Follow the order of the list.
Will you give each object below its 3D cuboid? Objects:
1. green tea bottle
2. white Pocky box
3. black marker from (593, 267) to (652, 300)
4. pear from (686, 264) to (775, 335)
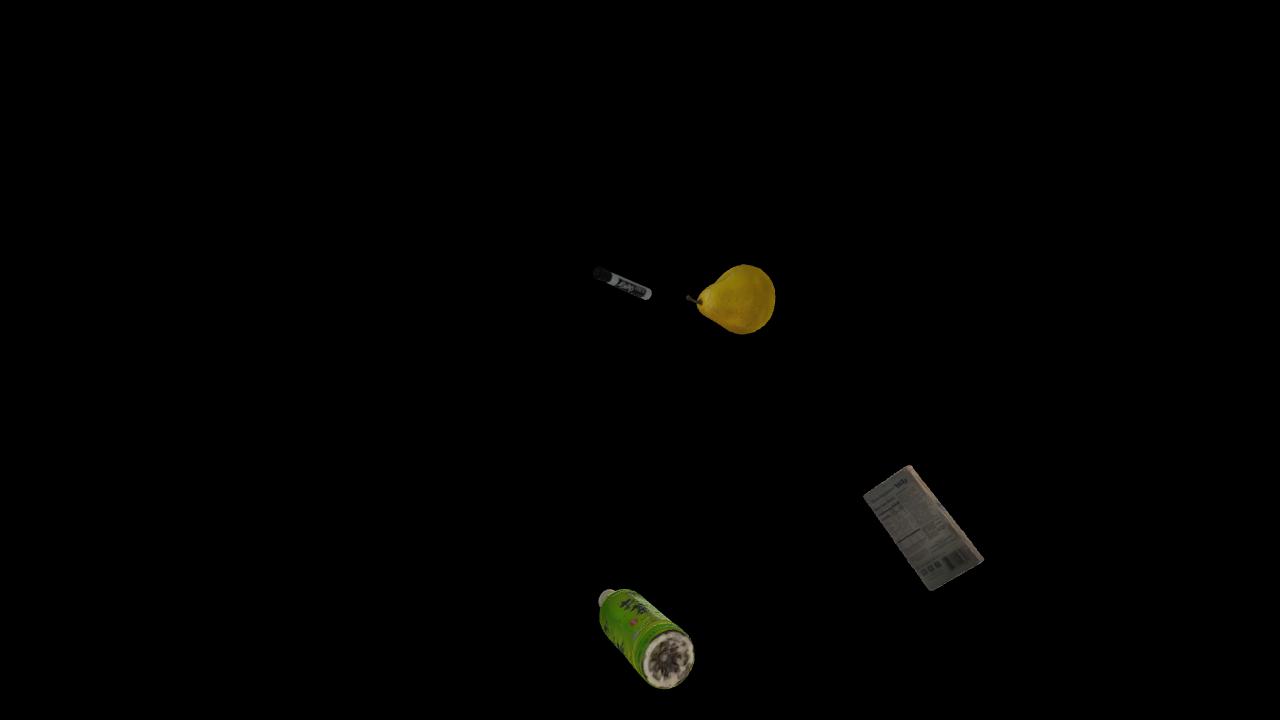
[{"bbox_3d":[-0.006,0.343,0.790,0.073,0.073,0.212,0,-4,-22],"label":"green tea bottle"},{"bbox_3d":[0.398,0.237,0.874,0.028,0.154,0.084,6,-45,-49],"label":"white Pocky box"},{"bbox_3d":[-0.025,-0.112,0.899,0.020,0.020,0.121,0,-10,38],"label":"black marker"},{"bbox_3d":[0.100,-0.063,0.698,0.111,0.080,0.080,-18,9,-29],"label":"pear"}]
